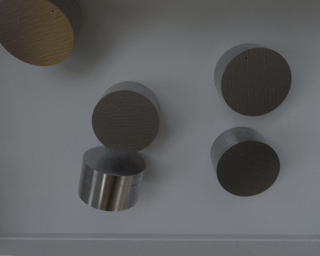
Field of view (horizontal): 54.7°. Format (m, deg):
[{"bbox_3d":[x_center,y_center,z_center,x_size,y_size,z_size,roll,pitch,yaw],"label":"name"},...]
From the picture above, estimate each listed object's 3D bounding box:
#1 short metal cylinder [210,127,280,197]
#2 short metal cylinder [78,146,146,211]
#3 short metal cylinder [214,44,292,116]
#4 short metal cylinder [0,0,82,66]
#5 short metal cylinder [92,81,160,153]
[{"bbox_3d":[0.112,0.044,0.416,0.081,0.050,0.079,0,110,-1],"label":"short metal cylinder"},{"bbox_3d":[-0.063,0.064,0.405,0.081,0.080,0.050,11,110,-5],"label":"short metal cylinder"},{"bbox_3d":[0.110,-0.060,0.378,0.081,0.050,0.079,0,110,-1],"label":"short metal cylinder"},{"bbox_3d":[-0.131,-0.115,0.339,0.081,0.050,0.079,-1,134,-1],"label":"short metal cylinder"},{"bbox_3d":[-0.041,-0.015,0.392,0.081,0.050,0.079,0,110,-1],"label":"short metal cylinder"}]
